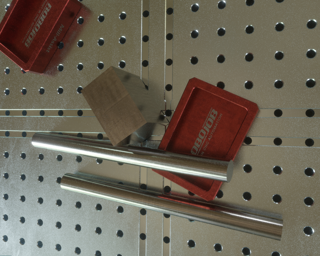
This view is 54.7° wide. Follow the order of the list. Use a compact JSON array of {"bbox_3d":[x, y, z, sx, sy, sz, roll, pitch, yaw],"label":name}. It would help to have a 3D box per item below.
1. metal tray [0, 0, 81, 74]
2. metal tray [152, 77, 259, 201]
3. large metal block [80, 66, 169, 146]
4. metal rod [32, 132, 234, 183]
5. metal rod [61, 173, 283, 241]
[{"bbox_3d":[-0.191,-0.160,0.475,0.090,0.030,0.129,38,102,15],"label":"metal tray"},{"bbox_3d":[0.055,0.013,0.389,0.090,0.030,0.129,27,99,17],"label":"metal tray"},{"bbox_3d":[-0.042,-0.026,0.397,0.050,0.080,0.080,-35,79,16],"label":"large metal block"},{"bbox_3d":[-0.056,0.032,0.406,0.300,0.025,0.025,6,92,28],"label":"metal rod"},{"bbox_3d":[0.001,0.099,0.411,0.301,0.025,0.025,8,93,19],"label":"metal rod"}]
